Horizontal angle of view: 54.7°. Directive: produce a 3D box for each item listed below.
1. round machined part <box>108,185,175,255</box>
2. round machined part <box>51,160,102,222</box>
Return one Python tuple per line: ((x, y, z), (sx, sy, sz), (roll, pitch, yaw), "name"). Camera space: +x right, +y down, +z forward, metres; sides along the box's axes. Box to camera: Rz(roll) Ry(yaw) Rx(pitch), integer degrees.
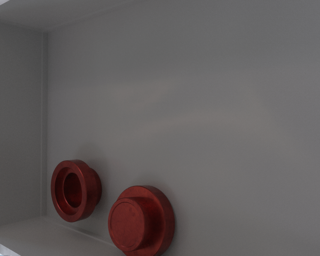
((-0.032, 0.127, 0.414), (0.098, 0.042, 0.098), (-7, 78, 38), "round machined part")
((-0.133, 0.100, 0.506), (0.098, 0.042, 0.097), (0, 90, 40), "round machined part")
